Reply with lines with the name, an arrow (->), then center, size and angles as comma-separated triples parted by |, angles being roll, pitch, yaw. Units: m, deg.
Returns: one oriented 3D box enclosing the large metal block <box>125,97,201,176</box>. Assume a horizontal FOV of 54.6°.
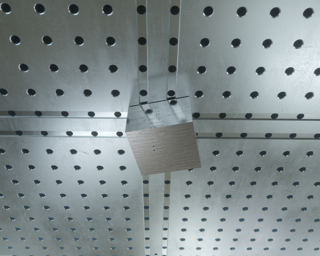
large metal block -> 0.007, 0.012, 0.404 | 0.080, 0.050, 0.080 | -9, 130, 8
